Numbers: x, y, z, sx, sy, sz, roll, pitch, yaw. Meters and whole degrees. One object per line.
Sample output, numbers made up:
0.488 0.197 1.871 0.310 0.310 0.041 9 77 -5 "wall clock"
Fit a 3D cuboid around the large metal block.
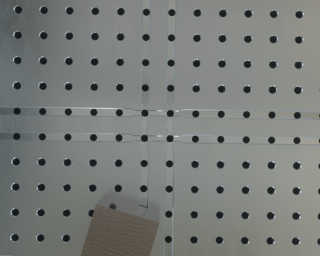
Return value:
-0.050 0.142 0.401 0.080 0.050 0.080 17 90 0 "large metal block"
